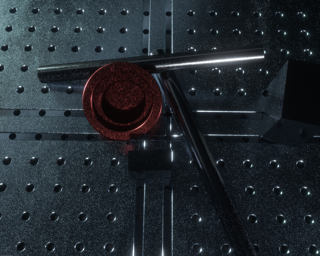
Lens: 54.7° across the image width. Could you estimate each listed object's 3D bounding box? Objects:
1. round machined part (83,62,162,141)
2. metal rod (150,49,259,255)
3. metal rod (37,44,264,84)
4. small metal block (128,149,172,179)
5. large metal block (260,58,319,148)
[{"bbox_3d":[-0.046,-0.034,0.402,0.099,0.042,0.097,0,94,0],"label":"round machined part"},{"bbox_3d":[0.050,0.024,0.403,0.025,0.025,0.299,-20,71,-8],"label":"metal rod"},{"bbox_3d":[-0.018,-0.085,0.418,0.302,0.025,0.025,-4,70,7],"label":"metal rod"},{"bbox_3d":[-0.012,0.046,0.382,0.050,0.050,0.025,-3,70,-1],"label":"small metal block"},{"bbox_3d":[0.170,-0.029,0.395,0.050,0.080,0.080,13,71,4],"label":"large metal block"}]
